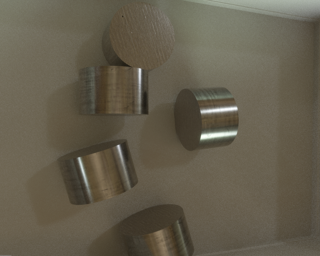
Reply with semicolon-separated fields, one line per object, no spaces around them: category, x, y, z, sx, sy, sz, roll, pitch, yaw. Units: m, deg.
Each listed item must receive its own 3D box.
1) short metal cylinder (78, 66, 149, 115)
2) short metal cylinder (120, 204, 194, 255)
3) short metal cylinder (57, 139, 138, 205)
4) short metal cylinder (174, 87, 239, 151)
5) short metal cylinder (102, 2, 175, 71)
short metal cylinder;-0.054;-0.040;0.362;0.081;0.080;0.050;0;90;-20
short metal cylinder;-0.003;0.135;0.381;0.081;0.080;0.050;-18;97;-19
short metal cylinder;-0.070;0.048;0.356;0.081;0.080;0.050;-17;96;-20
short metal cylinder;0.058;-0.013;0.404;0.050;0.080;0.079;-6;92;-20
short metal cylinder;-0.028;-0.109;0.388;0.081;0.050;0.079;0;90;-21
